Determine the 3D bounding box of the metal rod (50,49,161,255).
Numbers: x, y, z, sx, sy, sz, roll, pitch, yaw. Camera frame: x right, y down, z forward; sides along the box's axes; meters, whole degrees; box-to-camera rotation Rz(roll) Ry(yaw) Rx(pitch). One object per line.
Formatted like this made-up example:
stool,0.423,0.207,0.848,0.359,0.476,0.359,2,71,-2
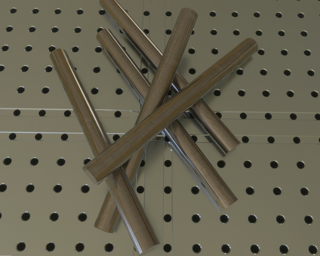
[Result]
metal rod,-0.079,0.009,0.381,0.025,0.025,0.299,-26,63,-9

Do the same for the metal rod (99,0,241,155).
metal rod,0.006,-0.086,0.443,0.025,0.025,0.300,-35,74,-12

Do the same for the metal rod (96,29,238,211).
metal rod,0.001,-0.022,0.419,0.025,0.025,0.299,-33,74,-11

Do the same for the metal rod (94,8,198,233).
metal rod,-0.014,-0.017,0.393,0.025,0.025,0.299,20,80,7

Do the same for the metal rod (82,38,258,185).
metal rod,0.031,-0.036,0.391,0.025,0.025,0.302,43,63,14
